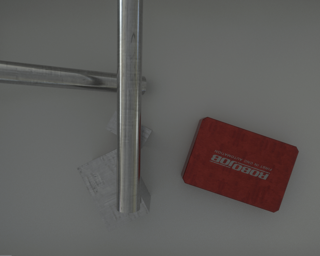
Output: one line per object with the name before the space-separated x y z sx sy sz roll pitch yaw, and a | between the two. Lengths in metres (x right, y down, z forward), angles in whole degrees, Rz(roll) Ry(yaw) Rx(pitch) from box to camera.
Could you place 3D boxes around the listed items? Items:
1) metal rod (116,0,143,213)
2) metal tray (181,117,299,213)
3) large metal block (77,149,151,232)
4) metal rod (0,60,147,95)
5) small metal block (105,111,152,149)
metal rod | -0.030 -0.061 0.310 0.025 0.025 0.298 1 98 -1
metal tray | 0.103 0.047 0.410 0.131 0.030 0.090 19 90 -1
large metal block | -0.052 0.069 0.383 0.050 0.080 0.080 -26 90 0
metal rod | -0.160 -0.061 0.349 0.303 0.025 0.025 2 90 -25
small metal block | -0.038 0.002 0.398 0.050 0.050 0.025 29 90 -1
